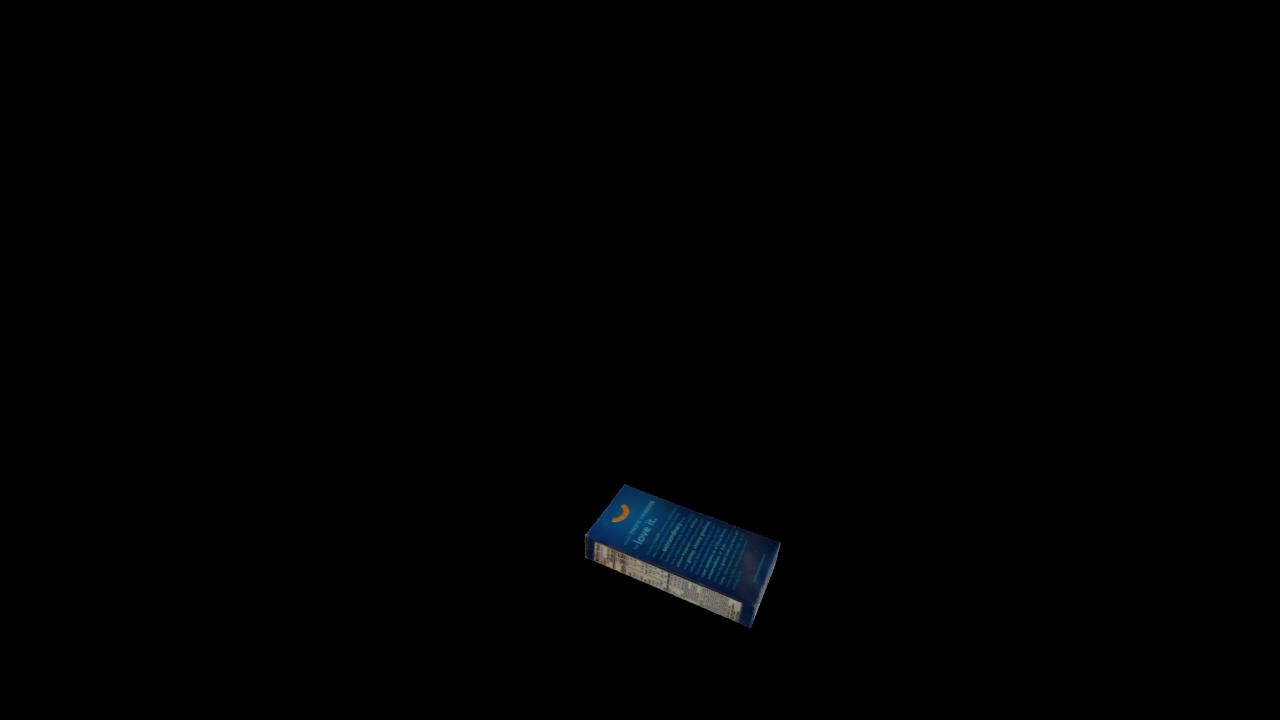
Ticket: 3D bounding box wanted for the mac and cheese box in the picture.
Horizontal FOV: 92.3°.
[{"bbox_3d":[0.044,0.200,0.646,0.184,0.041,0.093,16,34,20],"label":"mac and cheese box"}]
